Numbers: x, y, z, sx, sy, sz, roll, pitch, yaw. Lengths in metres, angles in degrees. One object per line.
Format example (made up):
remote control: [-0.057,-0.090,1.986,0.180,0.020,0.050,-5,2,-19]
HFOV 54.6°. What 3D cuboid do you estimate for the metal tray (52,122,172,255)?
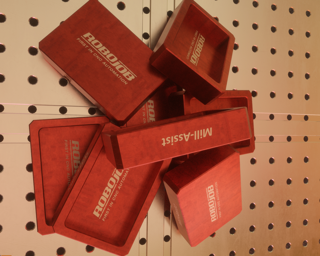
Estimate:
metal tray: [-0.053,0.069,0.358,0.090,0.030,0.130,28,81,-18]

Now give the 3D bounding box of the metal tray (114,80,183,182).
metal tray: [-0.012,0.000,0.405,0.091,0.030,0.129,-5,90,-22]

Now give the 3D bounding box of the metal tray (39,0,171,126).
metal tray: [-0.063,-0.077,0.369,0.130,0.030,0.090,43,76,1]

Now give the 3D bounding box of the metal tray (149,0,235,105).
metal tray: [0.047,-0.101,0.391,0.090,0.030,0.130,35,46,-16]

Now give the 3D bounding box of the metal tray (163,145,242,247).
metal tray: [0.060,0.087,0.396,0.090,0.030,0.129,-30,133,-17]

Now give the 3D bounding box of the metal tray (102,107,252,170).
metal tray: [0.012,0.007,0.314,0.131,0.090,0.030,-12,94,-15]

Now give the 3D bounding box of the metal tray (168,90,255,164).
metal tray: [0.074,-0.005,0.417,0.131,0.030,0.090,-5,92,-37]

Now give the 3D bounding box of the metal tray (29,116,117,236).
metal tray: [-0.103,0.053,0.372,0.091,0.030,0.129,-5,91,-21]
